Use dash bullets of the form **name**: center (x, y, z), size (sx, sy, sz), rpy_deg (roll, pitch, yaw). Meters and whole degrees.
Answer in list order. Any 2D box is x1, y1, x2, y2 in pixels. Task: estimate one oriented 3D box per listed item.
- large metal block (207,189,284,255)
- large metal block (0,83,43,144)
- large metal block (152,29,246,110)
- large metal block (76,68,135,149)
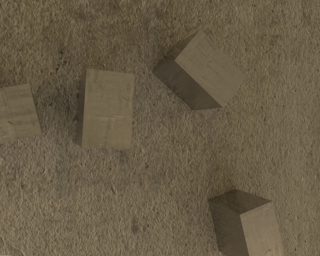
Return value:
- **large metal block**: center (0.115, 0.136, 0.422), size (0.050, 0.080, 0.080), rpy_deg (-16, 96, -19)
- **large metal block**: center (-0.169, -0.009, 0.318), size (0.081, 0.080, 0.050), rpy_deg (-14, 95, -20)
- **large metal block**: center (0.047, -0.069, 0.397), size (0.080, 0.080, 0.050), rpy_deg (41, 77, -16)
- **large metal block**: center (-0.066, -0.019, 0.355), size (0.050, 0.080, 0.080), rpy_deg (4, 89, -20)
